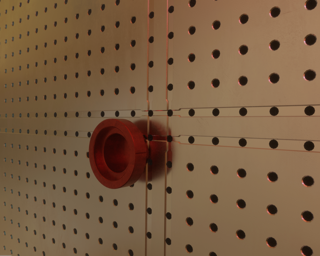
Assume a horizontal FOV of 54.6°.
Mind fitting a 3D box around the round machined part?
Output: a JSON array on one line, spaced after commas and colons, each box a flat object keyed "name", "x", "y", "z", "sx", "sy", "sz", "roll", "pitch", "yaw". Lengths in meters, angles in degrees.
[{"name": "round machined part", "x": -0.055, "y": 0.035, "z": 0.445, "sx": 0.098, "sy": 0.042, "sz": 0.097, "roll": 0, "pitch": 90, "yaw": 40}]
